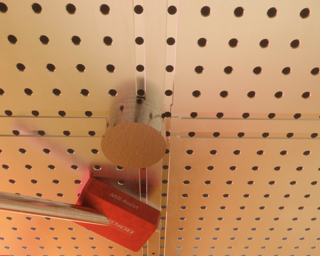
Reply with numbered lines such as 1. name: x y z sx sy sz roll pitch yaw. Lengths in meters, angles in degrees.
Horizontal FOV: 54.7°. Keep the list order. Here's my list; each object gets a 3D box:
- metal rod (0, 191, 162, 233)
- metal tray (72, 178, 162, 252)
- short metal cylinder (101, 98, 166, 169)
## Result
1. metal rod: -0.122 0.134 0.482 0.302 0.025 0.025 21 128 -33
2. metal tray: -0.075 0.145 0.510 0.131 0.030 0.089 28 126 -4
3. short metal cylinder: -0.033 0.008 0.401 0.081 0.050 0.079 0 130 0
